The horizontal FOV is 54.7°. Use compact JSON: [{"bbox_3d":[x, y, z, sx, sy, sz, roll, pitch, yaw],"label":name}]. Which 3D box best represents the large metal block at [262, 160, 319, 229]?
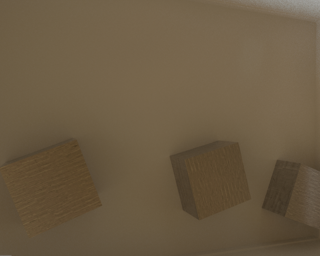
[{"bbox_3d":[0.216,0.102,0.477,0.080,0.050,0.080,23,83,-19],"label":"large metal block"}]

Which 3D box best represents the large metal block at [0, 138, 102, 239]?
[{"bbox_3d":[-0.122,0.063,0.352,0.081,0.050,0.080,-22,97,-19],"label":"large metal block"}]

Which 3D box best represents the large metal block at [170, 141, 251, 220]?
[{"bbox_3d":[0.068,0.067,0.422,0.081,0.050,0.080,-16,96,-19],"label":"large metal block"}]
